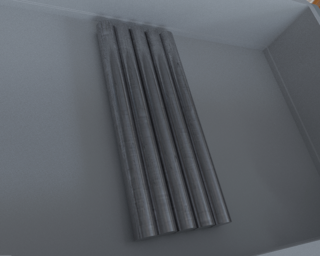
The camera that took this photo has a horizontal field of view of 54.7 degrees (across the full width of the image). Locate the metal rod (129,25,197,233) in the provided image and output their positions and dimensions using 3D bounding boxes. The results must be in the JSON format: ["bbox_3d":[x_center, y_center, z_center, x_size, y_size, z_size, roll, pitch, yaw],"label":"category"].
[{"bbox_3d":[-0.004,-0.016,0.412,0.025,0.025,0.299,0,62,-28],"label":"metal rod"}]

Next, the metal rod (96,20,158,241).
[{"bbox_3d":[-0.047,-0.016,0.388,0.025,0.025,0.299,0,62,-28],"label":"metal rod"}]

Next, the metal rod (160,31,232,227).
[{"bbox_3d":[0.042,-0.015,0.436,0.025,0.025,0.299,0,62,-28],"label":"metal rod"}]

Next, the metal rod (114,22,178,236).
[{"bbox_3d":[-0.026,-0.017,0.400,0.025,0.025,0.299,0,62,-28],"label":"metal rod"}]

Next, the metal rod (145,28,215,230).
[{"bbox_3d":[0.019,-0.016,0.424,0.025,0.025,0.299,0,62,-28],"label":"metal rod"}]
